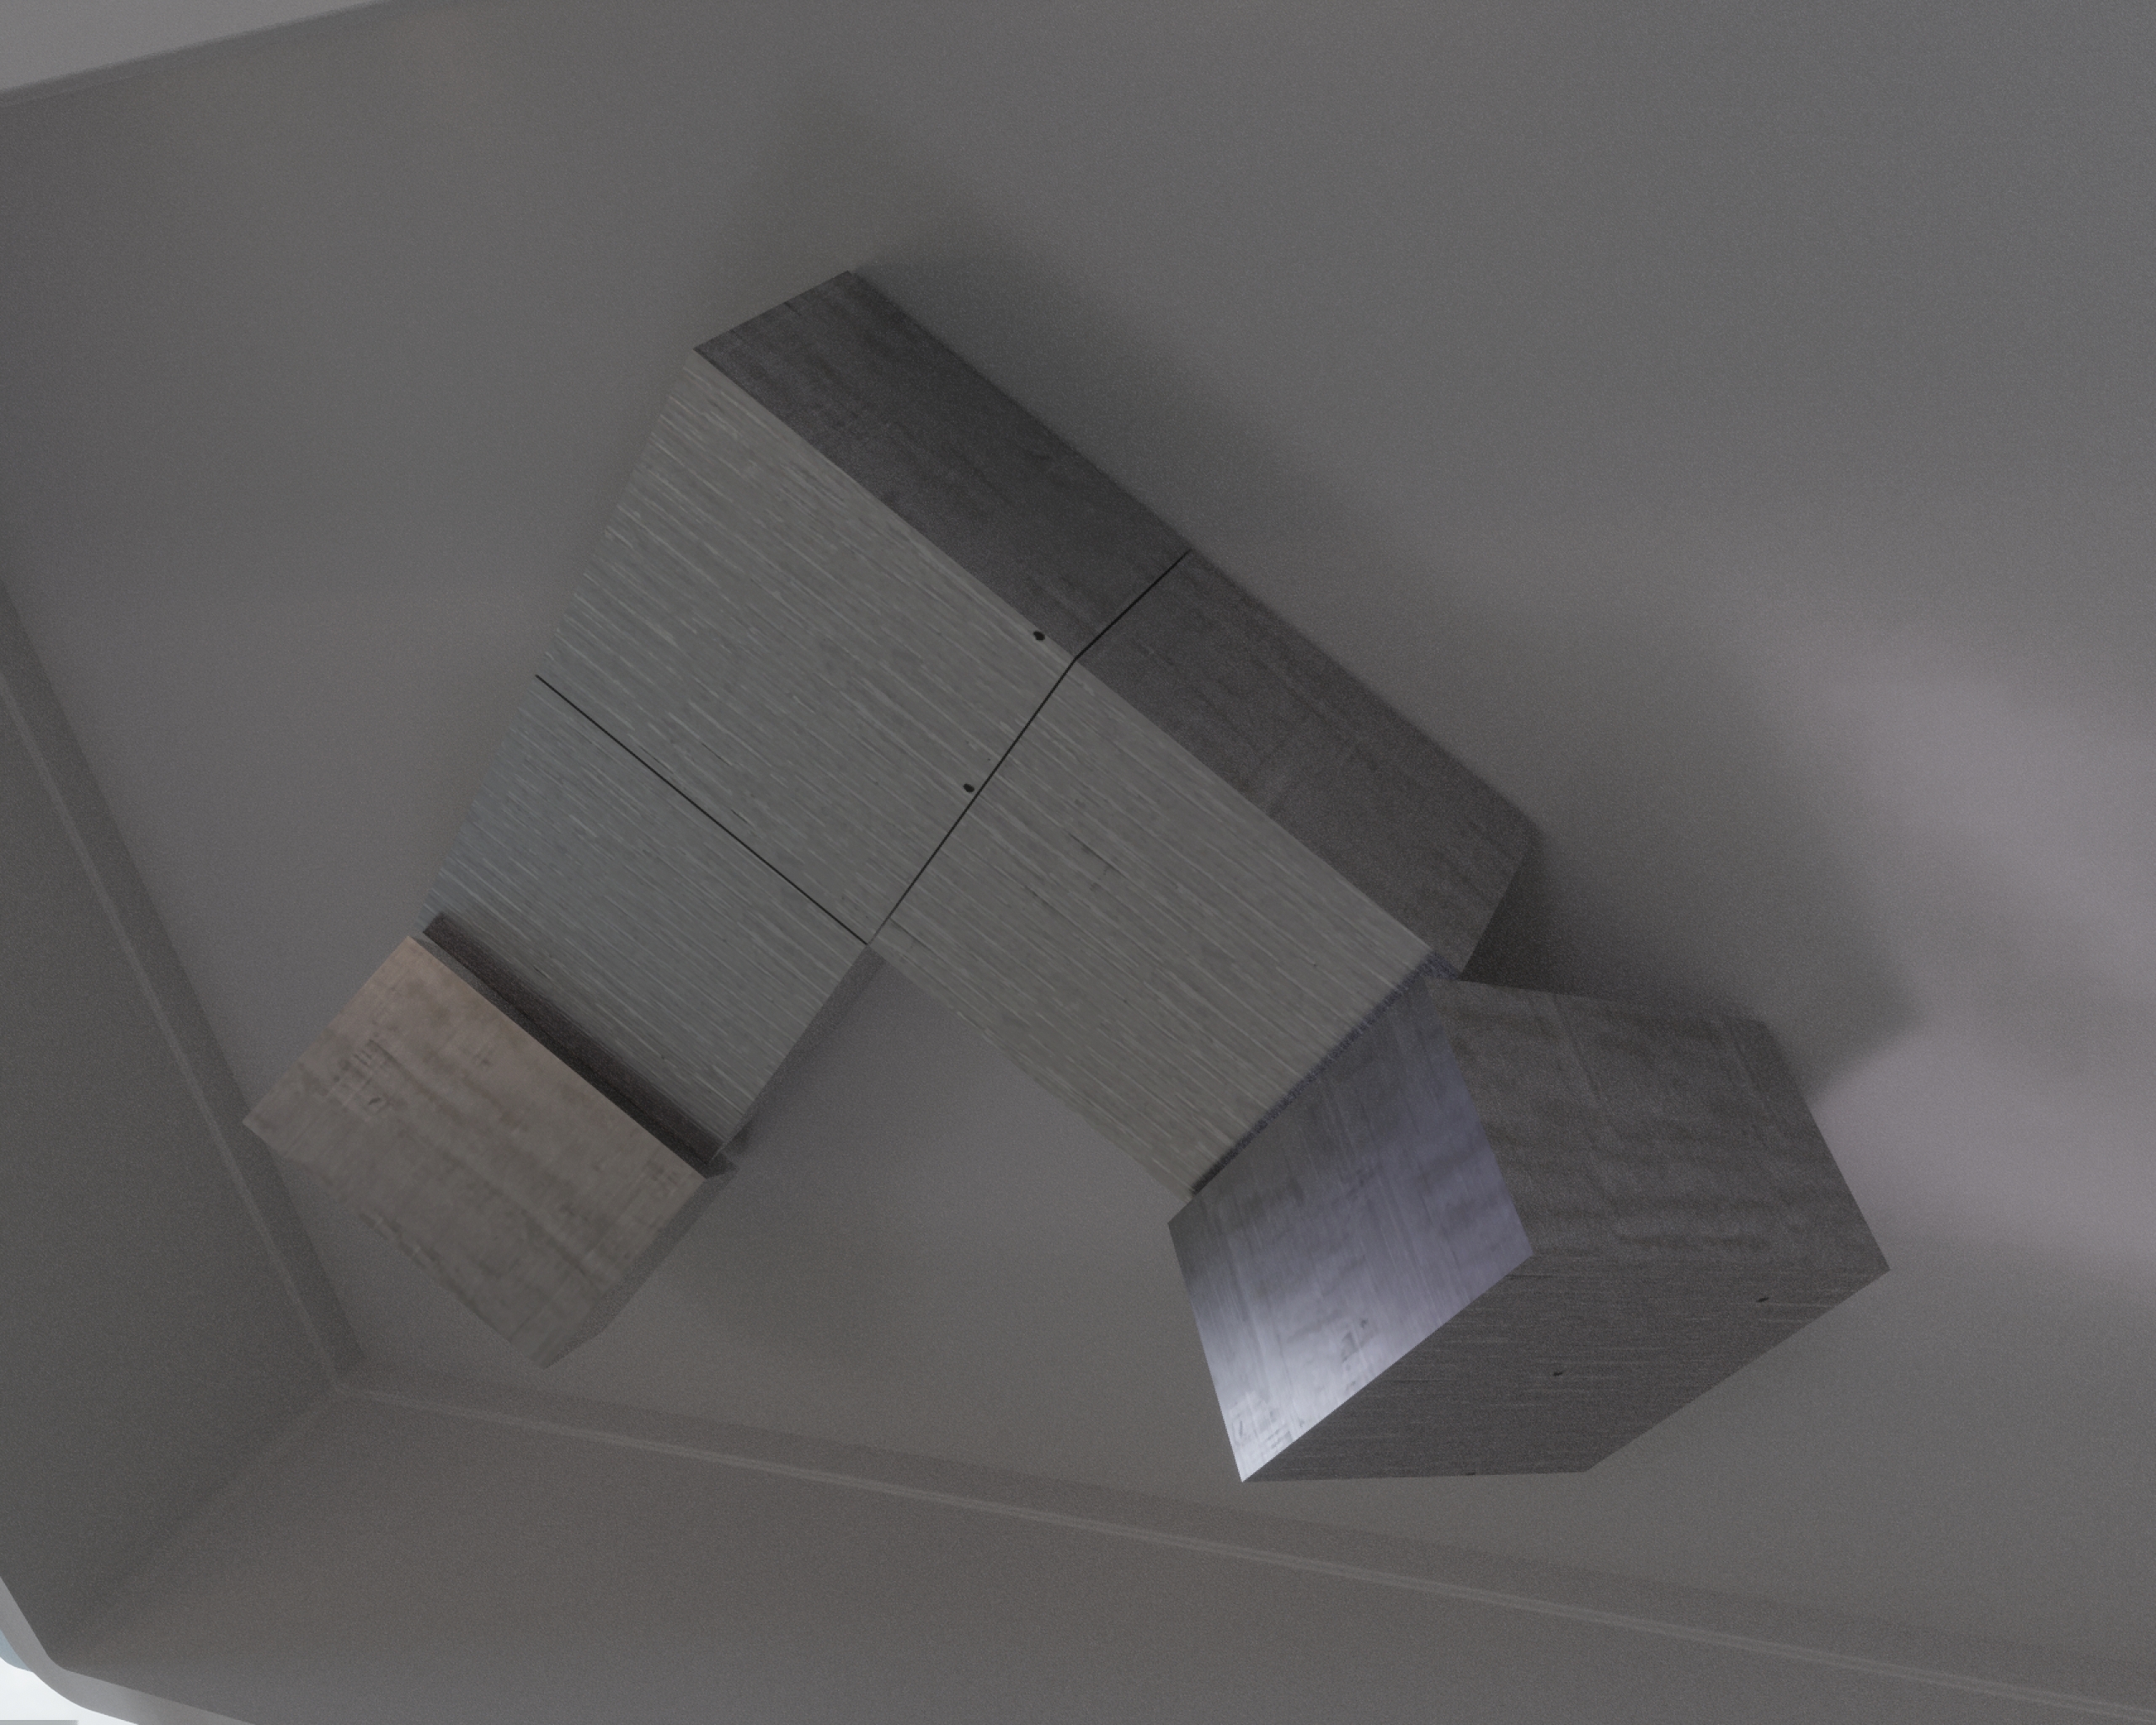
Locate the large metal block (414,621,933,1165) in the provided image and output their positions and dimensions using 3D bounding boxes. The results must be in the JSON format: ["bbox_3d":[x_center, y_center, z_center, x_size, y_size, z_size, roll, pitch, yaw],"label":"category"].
[{"bbox_3d":[-0.079,0.002,0.434,0.080,0.050,0.080,39,129,1],"label":"large metal block"}]

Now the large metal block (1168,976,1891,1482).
[{"bbox_3d":[0.076,0.067,0.364,0.081,0.050,0.080,9,138,-31],"label":"large metal block"}]

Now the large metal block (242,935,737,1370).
[{"bbox_3d":[-0.127,0.064,0.469,0.080,0.050,0.080,39,172,1],"label":"large metal block"}]

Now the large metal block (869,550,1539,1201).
[{"bbox_3d":[0.022,0.005,0.381,0.080,0.050,0.080,39,129,1],"label":"large metal block"}]

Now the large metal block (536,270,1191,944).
[{"bbox_3d":[-0.040,-0.046,0.383,0.080,0.050,0.080,39,129,1],"label":"large metal block"}]
